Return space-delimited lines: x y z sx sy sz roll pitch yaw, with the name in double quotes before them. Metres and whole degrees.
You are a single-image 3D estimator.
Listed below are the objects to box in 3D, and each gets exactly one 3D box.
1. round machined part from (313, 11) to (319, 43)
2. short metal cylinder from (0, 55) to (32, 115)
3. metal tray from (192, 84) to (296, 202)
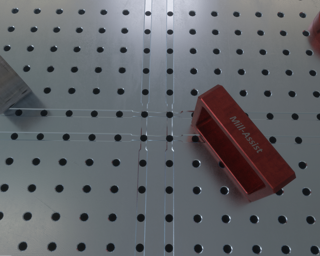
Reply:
"round machined part" 0.288 -0.158 0.463 0.099 0.042 0.098 0 70 0
"short metal cylinder" -0.216 -0.064 0.404 0.050 0.080 0.080 -43 76 -14
"metal tray" 0.091 0.021 0.370 0.030 0.090 0.130 -33 73 -11
